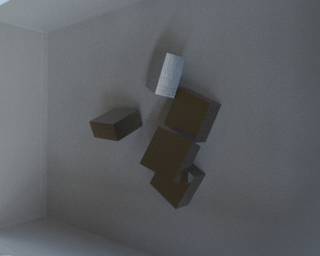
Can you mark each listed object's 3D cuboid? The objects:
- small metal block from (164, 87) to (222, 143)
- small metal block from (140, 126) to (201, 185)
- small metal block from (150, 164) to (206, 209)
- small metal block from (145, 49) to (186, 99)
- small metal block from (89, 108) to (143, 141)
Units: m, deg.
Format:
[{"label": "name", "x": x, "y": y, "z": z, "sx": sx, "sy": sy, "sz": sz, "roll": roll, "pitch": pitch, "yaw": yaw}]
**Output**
[{"label": "small metal block", "x": 0.039, "y": -0.016, "z": 0.375, "sx": 0.050, "sy": 0.025, "sz": 0.050, "roll": 32, "pitch": 110, "yaw": 35}, {"label": "small metal block", "x": 0.012, "y": 0.032, "z": 0.367, "sx": 0.050, "sy": 0.025, "sz": 0.050, "roll": 24, "pitch": 85, "yaw": 32}, {"label": "small metal block", "x": 0.021, "y": 0.064, "z": 0.389, "sx": 0.050, "sy": 0.025, "sz": 0.050, "roll": 40, "pitch": 114, "yaw": 32}, {"label": "small metal block", "x": 0.006, "y": -0.069, "z": 0.388, "sx": 0.050, "sy": 0.025, "sz": 0.050, "roll": -132, "pitch": 56, "yaw": -65}, {"label": "small metal block", "x": -0.062, "y": -0.006, "z": 0.438, "sx": 0.050, "sy": 0.050, "sz": 0.025, "roll": 6, "pitch": 119, "yaw": 40}]
